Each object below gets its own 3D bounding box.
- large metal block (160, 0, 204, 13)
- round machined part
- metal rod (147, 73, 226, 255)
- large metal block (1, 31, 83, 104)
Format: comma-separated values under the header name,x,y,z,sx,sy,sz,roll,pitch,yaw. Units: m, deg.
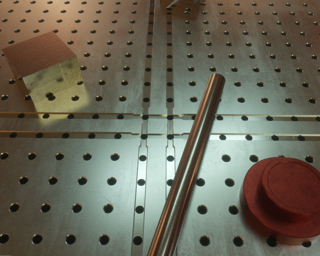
name,x,y,z,sx,sy,sz,roll,pitch,yaw
large metal block,0.051,-0.284,0.630,0.080,0.050,0.080,13,51,10
round machined part,0.141,0.071,0.338,0.099,0.042,0.098,0,50,0
metal rod,0.039,0.036,0.377,0.025,0.025,0.300,14,51,12
large metal block,-0.176,-0.094,0.469,0.081,0.050,0.080,-30,56,-23
